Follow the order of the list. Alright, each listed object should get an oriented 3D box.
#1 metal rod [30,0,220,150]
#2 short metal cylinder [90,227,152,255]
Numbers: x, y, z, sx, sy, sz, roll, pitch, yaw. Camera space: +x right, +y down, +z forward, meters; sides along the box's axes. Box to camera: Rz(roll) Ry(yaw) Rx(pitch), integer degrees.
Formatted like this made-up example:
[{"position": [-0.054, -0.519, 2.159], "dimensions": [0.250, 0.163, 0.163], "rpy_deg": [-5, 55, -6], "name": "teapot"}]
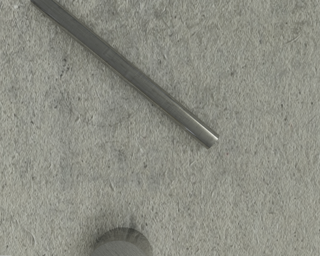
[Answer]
[{"position": [-0.045, -0.077, 0.409], "dimensions": [0.300, 0.025, 0.025], "rpy_deg": [40, 90, 0], "name": "metal rod"}, {"position": [-0.050, 0.175, 0.397], "dimensions": [0.081, 0.050, 0.080], "rpy_deg": [0, 90, 0], "name": "short metal cylinder"}]
